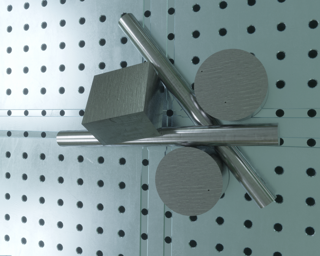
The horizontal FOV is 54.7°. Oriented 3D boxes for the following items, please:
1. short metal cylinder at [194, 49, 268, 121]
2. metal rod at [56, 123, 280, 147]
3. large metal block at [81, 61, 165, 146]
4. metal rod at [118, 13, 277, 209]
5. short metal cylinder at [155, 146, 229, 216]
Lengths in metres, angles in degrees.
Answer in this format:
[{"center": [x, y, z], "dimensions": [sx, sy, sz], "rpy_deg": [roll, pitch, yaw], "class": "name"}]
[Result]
[{"center": [0.086, -0.048, 0.366], "dimensions": [0.080, 0.050, 0.079], "rpy_deg": [0, 90, 20], "class": "short metal cylinder"}, {"center": [-0.009, 0.011, 0.394], "dimensions": [0.301, 0.025, 0.025], "rpy_deg": [-2, 90, 26], "class": "metal rod"}, {"center": [-0.043, -0.030, 0.391], "dimensions": [0.080, 0.050, 0.080], "rpy_deg": [-10, 52, 20], "class": "large metal block"}, {"center": [0.040, -0.030, 0.395], "dimensions": [0.025, 0.025, 0.299], "rpy_deg": [-40, 78, 16], "class": "metal rod"}, {"center": [0.041, 0.062, 0.381], "dimensions": [0.080, 0.050, 0.079], "rpy_deg": [0, 90, 20], "class": "short metal cylinder"}]
